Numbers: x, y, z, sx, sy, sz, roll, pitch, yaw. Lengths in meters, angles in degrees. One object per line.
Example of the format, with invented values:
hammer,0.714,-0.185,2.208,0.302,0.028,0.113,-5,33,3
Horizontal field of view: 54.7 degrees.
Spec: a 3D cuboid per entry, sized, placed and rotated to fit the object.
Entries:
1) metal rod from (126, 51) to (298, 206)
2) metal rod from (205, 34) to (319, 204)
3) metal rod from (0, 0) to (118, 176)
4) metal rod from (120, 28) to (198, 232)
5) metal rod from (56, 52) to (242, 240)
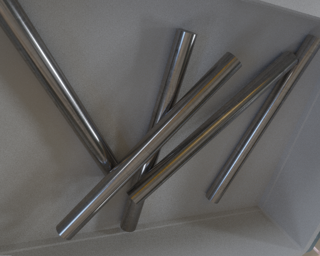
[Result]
metal rod,0.076,-0.005,0.427,0.301,0.025,0.025,-41,130,-8
metal rod,0.158,-0.004,0.491,0.025,0.025,0.298,17,109,-35
metal rod,-0.105,-0.039,0.326,0.025,0.025,0.299,-31,129,-8
metal rod,-0.009,0.020,0.415,0.025,0.025,0.298,3,117,-30
metal rod,-0.016,0.024,0.380,0.300,0.025,0.025,-46,129,3
